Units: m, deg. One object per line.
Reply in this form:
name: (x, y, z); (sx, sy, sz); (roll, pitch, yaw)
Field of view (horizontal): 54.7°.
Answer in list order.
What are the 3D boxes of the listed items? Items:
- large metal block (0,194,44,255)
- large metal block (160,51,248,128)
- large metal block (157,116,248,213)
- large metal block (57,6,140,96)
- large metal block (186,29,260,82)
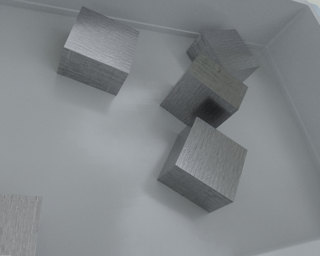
large metal block: (-0.146, 0.099, 0.251); (0.081, 0.050, 0.080); (11, 57, -22)
large metal block: (0.059, -0.044, 0.429); (0.080, 0.080, 0.050); (36, 51, -4)
large metal block: (0.055, 0.046, 0.391); (0.080, 0.050, 0.080); (33, 51, -7)
large metal block: (-0.079, -0.100, 0.408); (0.080, 0.050, 0.080); (20, 54, -16)
large metal block: (0.104, -0.115, 0.515); (0.081, 0.050, 0.080); (-15, 70, -34)
